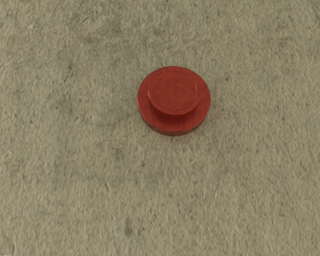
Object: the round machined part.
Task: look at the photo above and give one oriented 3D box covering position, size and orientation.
[{"bbox_3d":[0.019,-0.041,0.414,0.099,0.042,0.098,0,70,-1],"label":"round machined part"}]
